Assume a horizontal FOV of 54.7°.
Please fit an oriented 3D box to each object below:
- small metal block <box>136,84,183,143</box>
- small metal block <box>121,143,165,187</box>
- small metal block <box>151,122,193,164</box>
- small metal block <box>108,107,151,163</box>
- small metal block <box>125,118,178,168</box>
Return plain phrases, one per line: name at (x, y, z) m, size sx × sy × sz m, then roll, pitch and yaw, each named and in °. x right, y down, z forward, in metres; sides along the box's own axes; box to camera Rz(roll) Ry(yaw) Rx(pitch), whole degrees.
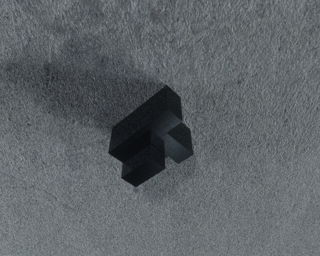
small metal block at (-0.001, -0.017, 0.377) m, size 0.050 × 0.050 × 0.025 m, roll -36°, pitch 122°, yaw 26°
small metal block at (-0.021, 0.039, 0.392) m, size 0.050 × 0.050 × 0.025 m, roll -36°, pitch 122°, yaw 26°
small metal block at (0.016, 0.010, 0.401) m, size 0.025 × 0.050 × 0.050 m, roll -35°, pitch 122°, yaw 26°
small metal block at (-0.038, 0.009, 0.399) m, size 0.050 × 0.050 × 0.025 m, roll -36°, pitch 122°, yaw 26°
small metal block at (-0.012, 0.022, 0.427) m, size 0.050 × 0.025 × 0.050 m, roll -35°, pitch 122°, yaw 25°
